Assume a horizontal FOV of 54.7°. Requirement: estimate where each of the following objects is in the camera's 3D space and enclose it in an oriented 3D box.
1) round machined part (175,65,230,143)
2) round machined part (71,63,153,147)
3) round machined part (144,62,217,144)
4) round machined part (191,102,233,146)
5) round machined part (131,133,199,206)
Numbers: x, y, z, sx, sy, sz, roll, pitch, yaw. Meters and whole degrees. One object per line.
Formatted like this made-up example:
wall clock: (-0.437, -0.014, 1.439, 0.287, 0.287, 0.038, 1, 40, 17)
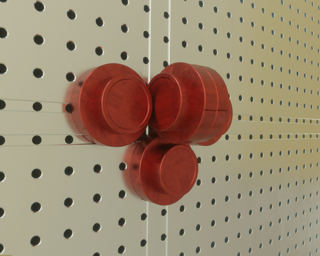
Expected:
round machined part: (0.050, -0.030, 0.398, 0.042, 0.098, 0.097, -1, 91, -40)
round machined part: (-0.048, -0.026, 0.359, 0.099, 0.042, 0.097, 0, 90, -40)
round machined part: (0.017, -0.030, 0.369, 0.042, 0.098, 0.097, 2, 89, -40)
round machined part: (0.070, -0.022, 0.459, 0.099, 0.042, 0.097, 0, 90, -40)
round machined part: (0.013, 0.054, 0.411, 0.099, 0.042, 0.097, 0, 90, -40)
